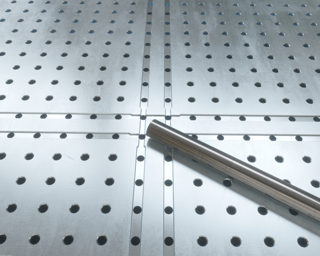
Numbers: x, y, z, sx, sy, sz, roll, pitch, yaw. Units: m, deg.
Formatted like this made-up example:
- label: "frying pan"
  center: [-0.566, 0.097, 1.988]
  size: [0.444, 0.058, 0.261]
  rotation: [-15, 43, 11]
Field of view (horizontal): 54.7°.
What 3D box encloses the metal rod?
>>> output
- label: "metal rod"
  center: [0.116, 0.062, 0.357]
  size: [0.301, 0.025, 0.025]
  rotation: [26, 55, 20]
